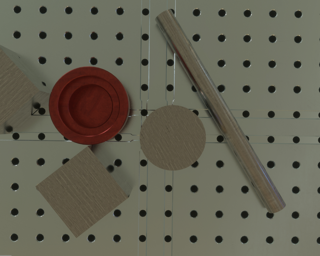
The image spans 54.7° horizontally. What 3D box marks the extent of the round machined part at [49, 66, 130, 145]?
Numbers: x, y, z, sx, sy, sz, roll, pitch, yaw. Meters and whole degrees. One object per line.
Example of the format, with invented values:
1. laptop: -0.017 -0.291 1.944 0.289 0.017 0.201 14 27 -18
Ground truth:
1. round machined part: -0.089 -0.028 0.404 0.099 0.042 0.097 0 91 -1

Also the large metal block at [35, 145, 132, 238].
1. large metal block: -0.094 0.077 0.400 0.080 0.050 0.080 -38 90 0

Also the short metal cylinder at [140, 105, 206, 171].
1. short metal cylinder: 0.016 0.012 0.401 0.081 0.050 0.080 0 90 0

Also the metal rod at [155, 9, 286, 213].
1. metal rod: 0.080 -0.022 0.413 0.025 0.025 0.299 -31 90 0

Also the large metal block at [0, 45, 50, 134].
1. large metal block: -0.202 -0.048 0.399 0.080 0.050 0.080 -42 90 0
